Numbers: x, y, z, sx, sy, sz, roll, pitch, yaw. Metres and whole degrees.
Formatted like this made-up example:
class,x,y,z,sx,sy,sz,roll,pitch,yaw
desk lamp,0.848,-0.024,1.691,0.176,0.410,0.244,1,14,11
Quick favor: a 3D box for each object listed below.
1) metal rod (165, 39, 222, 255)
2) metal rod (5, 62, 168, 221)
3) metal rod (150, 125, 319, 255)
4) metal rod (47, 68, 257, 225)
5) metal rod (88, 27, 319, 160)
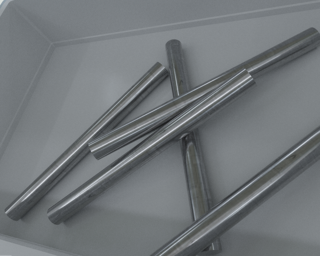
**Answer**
class,x,y,z,sx,sy,sz,roll,pitch,yaw
metal rod,0.035,-0.001,0.387,0.025,0.025,0.299,-18,54,17
metal rod,-0.102,0.017,0.446,0.300,0.025,0.025,-45,51,-3
metal rod,0.119,0.040,0.298,0.301,0.025,0.025,-36,51,-4
metal rod,-0.020,0.030,0.372,0.300,0.025,0.025,-36,51,13
metal rod,0.054,-0.041,0.374,0.301,0.025,0.025,-27,52,0
